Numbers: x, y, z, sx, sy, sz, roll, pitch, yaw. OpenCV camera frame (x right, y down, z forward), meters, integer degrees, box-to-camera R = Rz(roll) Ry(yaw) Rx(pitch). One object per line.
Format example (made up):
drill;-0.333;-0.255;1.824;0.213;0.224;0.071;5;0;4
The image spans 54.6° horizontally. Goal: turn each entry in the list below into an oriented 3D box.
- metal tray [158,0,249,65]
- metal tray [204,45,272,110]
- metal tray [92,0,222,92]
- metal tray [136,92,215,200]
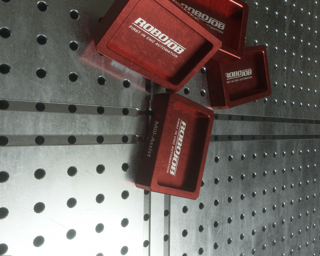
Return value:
metal tray;0.061;-0.153;0.431;0.131;0.030;0.090;16;76;-25
metal tray;0.133;-0.087;0.515;0.131;0.030;0.090;-17;101;-39
metal tray;-0.001;-0.104;0.367;0.131;0.090;0.030;23;32;-38
metal tray;0.024;0.026;0.425;0.090;0.030;0.130;21;77;-38
